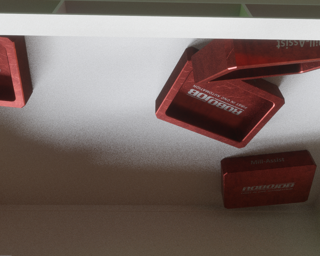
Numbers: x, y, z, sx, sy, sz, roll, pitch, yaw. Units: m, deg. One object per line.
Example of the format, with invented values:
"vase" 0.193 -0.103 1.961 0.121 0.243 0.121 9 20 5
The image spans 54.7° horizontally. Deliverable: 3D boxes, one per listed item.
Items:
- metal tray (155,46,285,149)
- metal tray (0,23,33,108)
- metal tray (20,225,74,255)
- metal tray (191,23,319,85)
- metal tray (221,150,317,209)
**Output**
"metal tray" 0.071 -0.032 0.379 0.131 0.030 0.089 20 127 -17
"metal tray" -0.217 -0.072 0.340 0.131 0.030 0.089 6 130 -6
"metal tray" -0.226 0.245 0.614 0.091 0.030 0.129 12 129 -11
"metal tray" 0.105 -0.068 0.292 0.131 0.090 0.030 -8 91 -12
"metal tray" 0.162 0.081 0.478 0.131 0.030 0.089 -7 130 5
